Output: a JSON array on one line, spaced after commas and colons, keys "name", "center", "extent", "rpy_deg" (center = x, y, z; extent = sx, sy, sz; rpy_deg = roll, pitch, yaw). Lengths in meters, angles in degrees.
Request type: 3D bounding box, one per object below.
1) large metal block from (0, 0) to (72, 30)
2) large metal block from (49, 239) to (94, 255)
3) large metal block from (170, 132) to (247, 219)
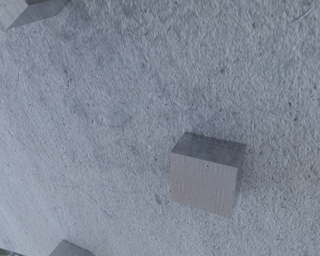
[{"name": "large metal block", "center": [-0.156, -0.168, 0.350], "extent": [0.050, 0.080, 0.080], "rpy_deg": [-23, 106, 36]}, {"name": "large metal block", "center": [-0.191, 0.303, 0.679], "extent": [0.080, 0.050, 0.079], "rpy_deg": [15, 125, 19]}, {"name": "large metal block", "center": [0.061, 0.059, 0.395], "extent": [0.080, 0.050, 0.079], "rpy_deg": [12, 124, 21]}]
